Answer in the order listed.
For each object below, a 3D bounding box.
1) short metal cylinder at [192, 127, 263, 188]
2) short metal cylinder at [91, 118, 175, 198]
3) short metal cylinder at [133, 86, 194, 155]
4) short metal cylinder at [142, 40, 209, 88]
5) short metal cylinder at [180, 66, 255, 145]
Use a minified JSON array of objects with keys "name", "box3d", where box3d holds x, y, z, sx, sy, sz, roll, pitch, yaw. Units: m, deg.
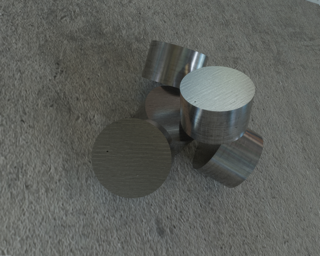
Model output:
[{"name":"short metal cylinder","box3d":[0.085,0.029,0.397,0.050,0.080,0.080,31,52,-9]},{"name":"short metal cylinder","box3d":[-0.026,0.029,0.331,0.080,0.050,0.079,0,92,6]},{"name":"short metal cylinder","box3d":[0.009,-0.007,0.398,0.081,0.050,0.080,14,55,-21]},{"name":"short metal cylinder","box3d":[0.020,-0.083,0.423,0.081,0.080,0.050,13,100,-21]},{"name":"short metal cylinder","box3d":[0.063,-0.027,0.354,0.080,0.050,0.080,-2,45,2]}]
